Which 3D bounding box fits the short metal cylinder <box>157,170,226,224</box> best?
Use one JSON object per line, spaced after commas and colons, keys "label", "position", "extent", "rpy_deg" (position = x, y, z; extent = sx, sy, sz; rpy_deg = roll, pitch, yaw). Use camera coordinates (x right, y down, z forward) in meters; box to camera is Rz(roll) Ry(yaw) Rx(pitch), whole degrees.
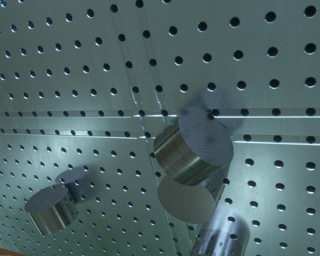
{"label": "short metal cylinder", "position": [0.044, 0.083, 0.422], "extent": [0.080, 0.050, 0.079], "rpy_deg": [13, 124, 20]}

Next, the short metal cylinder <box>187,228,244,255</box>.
{"label": "short metal cylinder", "position": [0.083, 0.203, 0.476], "extent": [0.080, 0.050, 0.079], "rpy_deg": [13, 124, 20]}

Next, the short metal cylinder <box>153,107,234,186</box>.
{"label": "short metal cylinder", "position": [0.040, 0.022, 0.367], "extent": [0.080, 0.080, 0.050], "rpy_deg": [43, 129, -2]}

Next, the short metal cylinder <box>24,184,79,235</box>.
{"label": "short metal cylinder", "position": [-0.197, 0.147, 0.568], "extent": [0.080, 0.080, 0.050], "rpy_deg": [-4, 116, 30]}
